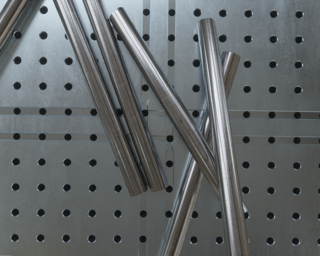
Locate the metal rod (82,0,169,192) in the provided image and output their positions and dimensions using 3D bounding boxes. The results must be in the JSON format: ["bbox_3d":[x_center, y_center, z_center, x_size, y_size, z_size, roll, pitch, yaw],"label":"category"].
[{"bbox_3d":[-0.051,-0.060,0.412,0.025,0.025,0.299,-20,90,0],"label":"metal rod"}]

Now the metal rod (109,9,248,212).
[{"bbox_3d":[0.020,-0.023,0.395,0.025,0.025,0.299,-31,83,0],"label":"metal rod"}]

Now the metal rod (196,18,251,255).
[{"bbox_3d":[0.074,0.004,0.374,0.025,0.025,0.299,-5,74,0],"label":"metal rod"}]

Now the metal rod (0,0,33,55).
[{"bbox_3d":[-0.232,-0.092,0.411,0.025,0.025,0.299,31,90,0],"label":"metal rod"}]

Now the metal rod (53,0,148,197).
[{"bbox_3d":[-0.083,-0.053,0.412,0.025,0.025,0.299,-22,90,0],"label":"metal rod"}]

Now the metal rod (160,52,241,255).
[{"bbox_3d":[0.051,0.045,0.413,0.025,0.025,0.299,17,90,0],"label":"metal rod"}]
